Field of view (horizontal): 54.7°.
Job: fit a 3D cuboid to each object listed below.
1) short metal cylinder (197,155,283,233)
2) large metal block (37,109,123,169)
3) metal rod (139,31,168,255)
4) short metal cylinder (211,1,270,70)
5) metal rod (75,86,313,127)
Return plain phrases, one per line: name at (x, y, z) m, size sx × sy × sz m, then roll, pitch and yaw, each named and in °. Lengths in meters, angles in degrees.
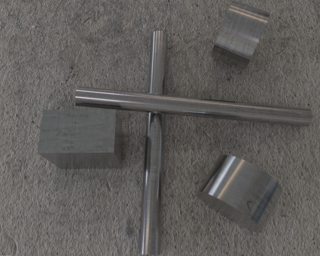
short metal cylinder at (0.089, 0.074, 0.353) m, size 0.080 × 0.080 × 0.050 m, roll 32°, pitch 73°, yaw 11°
large metal block at (-0.089, 0.016, 0.372) m, size 0.081 × 0.080 × 0.050 m, roll 0°, pitch 70°, yaw 0°
metal rod at (-0.006, 0.004, 0.406) m, size 0.025 × 0.025 × 0.299 m, roll 2°, pitch 70°, yaw 1°
short metal cylinder at (0.110, -0.127, 0.426) m, size 0.050 × 0.080 × 0.080 m, roll 23°, pitch 72°, yaw 8°
metal rod at (0.048, -0.026, 0.397) m, size 0.302 × 0.025 × 0.025 m, roll 5°, pitch 70°, yaw -7°
